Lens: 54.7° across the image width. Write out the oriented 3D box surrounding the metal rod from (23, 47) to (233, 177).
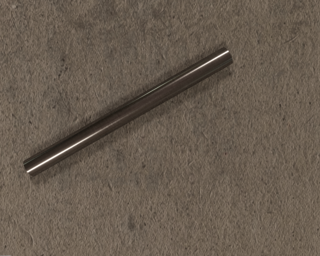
[{"bbox_3d":[-0.041,-0.022,0.409,0.301,0.025,0.025,-30,90,-1],"label":"metal rod"}]
